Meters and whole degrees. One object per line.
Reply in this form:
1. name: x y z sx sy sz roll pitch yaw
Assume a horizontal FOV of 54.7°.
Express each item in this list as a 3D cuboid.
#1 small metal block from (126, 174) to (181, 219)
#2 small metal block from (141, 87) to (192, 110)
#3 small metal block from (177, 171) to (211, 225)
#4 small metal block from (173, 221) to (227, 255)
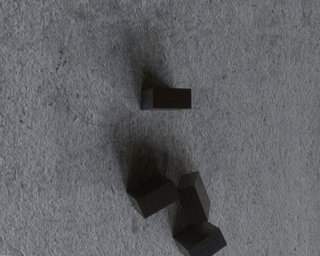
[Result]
1. small metal block: -0.009 0.085 0.392 0.050 0.050 0.025 -26 99 -18
2. small metal block: 0.007 -0.036 0.398 0.050 0.050 0.025 -1 91 -20
3. small metal block: 0.045 0.091 0.410 0.025 0.050 0.050 -19 98 16
4. small metal block: 0.052 0.151 0.415 0.050 0.050 0.025 -28 100 -18
